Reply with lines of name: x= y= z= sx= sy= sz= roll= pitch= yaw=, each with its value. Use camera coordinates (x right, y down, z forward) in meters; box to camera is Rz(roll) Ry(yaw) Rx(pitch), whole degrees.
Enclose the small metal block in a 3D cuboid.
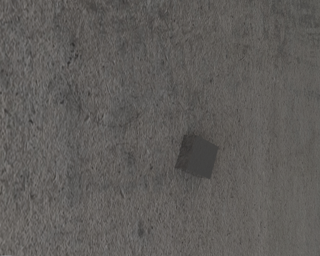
small metal block: x=0.054 y=0.042 z=0.449 sx=0.050 sy=0.025 sz=0.050 roll=27 pitch=73 yaw=-37
